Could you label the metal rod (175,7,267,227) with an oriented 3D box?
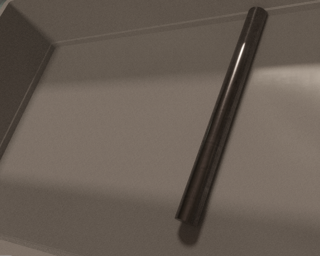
[{"bbox_3d":[0.081,-0.030,0.380,0.025,0.025,0.300,10,66,32],"label":"metal rod"}]
